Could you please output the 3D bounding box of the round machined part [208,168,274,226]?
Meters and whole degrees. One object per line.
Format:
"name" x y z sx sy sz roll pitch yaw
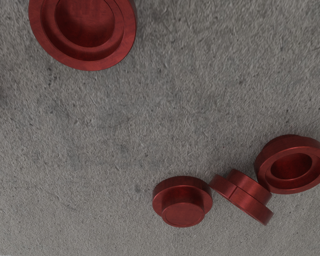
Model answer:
"round machined part" 0.123 0.096 0.455 0.098 0.098 0.042 39 84 -28

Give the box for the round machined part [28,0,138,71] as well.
"round machined part" -0.071 -0.109 0.303 0.099 0.042 0.097 0 130 0

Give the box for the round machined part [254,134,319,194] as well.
"round machined part" 0.183 0.047 0.438 0.099 0.042 0.097 0 130 0

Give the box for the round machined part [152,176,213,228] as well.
"round machined part" 0.037 0.125 0.503 0.099 0.042 0.097 0 130 0
